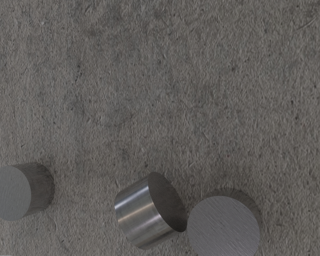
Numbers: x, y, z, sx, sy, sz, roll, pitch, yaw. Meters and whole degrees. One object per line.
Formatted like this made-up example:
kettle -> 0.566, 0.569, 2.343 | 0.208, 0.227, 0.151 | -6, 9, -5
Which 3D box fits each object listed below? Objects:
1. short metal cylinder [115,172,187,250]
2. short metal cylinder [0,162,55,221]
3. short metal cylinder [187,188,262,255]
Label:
short metal cylinder -> -0.010, 0.101, 0.383 | 0.050, 0.080, 0.080 | -34, 79, 17
short metal cylinder -> -0.209, 0.094, 0.470 | 0.080, 0.050, 0.080 | 0, 90, 20
short metal cylinder -> 0.078, 0.115, 0.368 | 0.080, 0.050, 0.080 | 0, 90, 20
